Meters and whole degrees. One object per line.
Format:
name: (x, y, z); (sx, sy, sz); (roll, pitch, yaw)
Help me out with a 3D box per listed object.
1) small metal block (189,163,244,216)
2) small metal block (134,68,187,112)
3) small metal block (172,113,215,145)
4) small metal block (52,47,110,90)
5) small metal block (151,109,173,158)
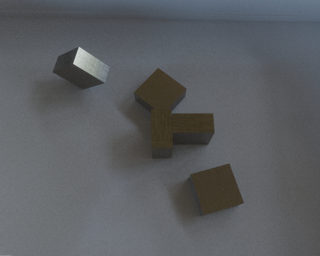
small metal block: (0.068, 0.077, 0.383); (0.050, 0.025, 0.050); (-15, 71, -6)
small metal block: (0.000, -0.046, 0.426); (0.050, 0.025, 0.050); (38, 74, 12)
small metal block: (0.040, 0.002, 0.396); (0.050, 0.050, 0.025); (0, 70, -1)
small metal block: (-0.105, -0.078, 0.413); (0.050, 0.050, 0.025); (-7, 63, 42)
small metal block: (0.002, 0.008, 0.393); (0.025, 0.050, 0.050); (-1, 70, -1)
